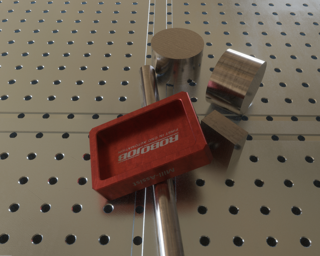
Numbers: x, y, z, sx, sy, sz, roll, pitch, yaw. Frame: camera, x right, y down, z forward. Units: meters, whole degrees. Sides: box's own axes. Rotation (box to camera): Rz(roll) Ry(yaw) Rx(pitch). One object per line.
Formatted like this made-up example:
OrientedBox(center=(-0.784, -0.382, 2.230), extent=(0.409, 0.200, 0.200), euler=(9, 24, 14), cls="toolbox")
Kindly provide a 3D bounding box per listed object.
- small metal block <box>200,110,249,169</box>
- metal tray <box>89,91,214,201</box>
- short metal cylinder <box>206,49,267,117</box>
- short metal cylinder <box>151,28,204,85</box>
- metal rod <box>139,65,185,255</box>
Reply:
OrientedBox(center=(0.075, 0.014, 0.380), extent=(0.025, 0.050, 0.050), euler=(-36, 59, -26), cls="small metal block")
OrientedBox(center=(-0.015, 0.019, 0.357), extent=(0.130, 0.030, 0.090), euler=(-22, 49, 8), cls="metal tray")
OrientedBox(center=(0.104, -0.062, 0.424), extent=(0.050, 0.080, 0.080), euler=(27, 55, 21), cls="short metal cylinder")
OrientedBox(center=(0.026, -0.113, 0.487), extent=(0.081, 0.050, 0.080), euler=(0, 50, 0), cls="short metal cylinder")
OrientedBox(center=(-0.003, 0.026, 0.385), extent=(0.025, 0.025, 0.300), euler=(-5, 50, -4), cls="metal rod")
